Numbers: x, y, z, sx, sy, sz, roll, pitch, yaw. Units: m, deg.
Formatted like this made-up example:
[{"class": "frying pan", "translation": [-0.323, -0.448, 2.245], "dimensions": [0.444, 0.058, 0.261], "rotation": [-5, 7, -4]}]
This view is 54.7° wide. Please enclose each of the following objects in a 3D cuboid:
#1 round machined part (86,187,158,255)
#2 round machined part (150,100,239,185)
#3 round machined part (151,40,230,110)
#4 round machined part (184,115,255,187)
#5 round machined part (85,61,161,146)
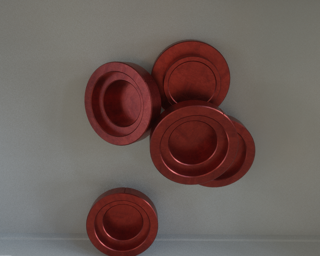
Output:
[{"class": "round machined part", "translation": [-0.052, 0.131, 0.444], "dimensions": [0.099, 0.042, 0.097], "rotation": [0, 101, -2]}, {"class": "round machined part", "translation": [0.037, 0.013, 0.360], "dimensions": [0.099, 0.042, 0.097], "rotation": [-1, 113, -3]}, {"class": "round machined part", "translation": [0.038, -0.057, 0.381], "dimensions": [0.099, 0.042, 0.097], "rotation": [0, 110, 0]}, {"class": "round machined part", "translation": [0.072, 0.026, 0.412], "dimensions": [0.099, 0.042, 0.097], "rotation": [0, 111, -1]}, {"class": "round machined part", "translation": [-0.040, -0.031, 0.375], "dimensions": [0.098, 0.042, 0.097], "rotation": [6, 102, 29]}]
